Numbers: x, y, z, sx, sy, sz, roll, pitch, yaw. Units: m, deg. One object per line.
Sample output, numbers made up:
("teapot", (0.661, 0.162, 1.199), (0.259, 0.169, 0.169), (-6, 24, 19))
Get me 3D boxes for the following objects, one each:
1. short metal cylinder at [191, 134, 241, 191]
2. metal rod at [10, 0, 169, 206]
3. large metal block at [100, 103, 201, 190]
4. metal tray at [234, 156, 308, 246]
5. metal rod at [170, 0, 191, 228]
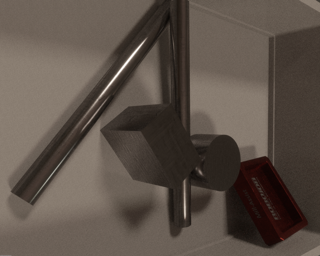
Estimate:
("short metal cylinder", (0.073, 0.049, 0.455), (0.081, 0.050, 0.079), (0, 90, -40))
("metal rod", (-0.059, -0.048, 0.358), (0.025, 0.025, 0.300), (48, 62, -30))
("large metal block", (-0.011, 0.020, 0.363), (0.050, 0.080, 0.080), (-44, 117, -31))
("metal tray", (0.177, 0.114, 0.510), (0.091, 0.030, 0.130), (-6, 60, -41))
("metal rod", (0.028, -0.013, 0.414), (0.025, 0.025, 0.298), (-8, 101, -40))
